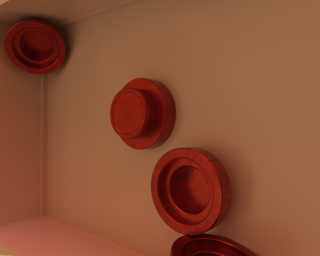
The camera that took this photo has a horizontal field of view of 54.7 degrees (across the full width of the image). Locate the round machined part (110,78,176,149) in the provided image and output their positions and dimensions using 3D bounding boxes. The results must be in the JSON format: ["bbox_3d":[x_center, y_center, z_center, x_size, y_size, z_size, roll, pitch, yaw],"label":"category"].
[{"bbox_3d":[-0.030,-0.020,0.421,0.098,0.042,0.097,0,90,40],"label":"round machined part"}]

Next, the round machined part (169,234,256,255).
[{"bbox_3d":[0.055,0.152,0.314,0.098,0.099,0.042,19,103,38],"label":"round machined part"}]

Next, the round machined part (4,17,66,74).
[{"bbox_3d":[-0.217,-0.148,0.547,0.097,0.099,0.042,-53,30,27],"label":"round machined part"}]

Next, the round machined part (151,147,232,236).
[{"bbox_3d":[0.040,0.071,0.363,0.098,0.042,0.097,0,90,40],"label":"round machined part"}]
